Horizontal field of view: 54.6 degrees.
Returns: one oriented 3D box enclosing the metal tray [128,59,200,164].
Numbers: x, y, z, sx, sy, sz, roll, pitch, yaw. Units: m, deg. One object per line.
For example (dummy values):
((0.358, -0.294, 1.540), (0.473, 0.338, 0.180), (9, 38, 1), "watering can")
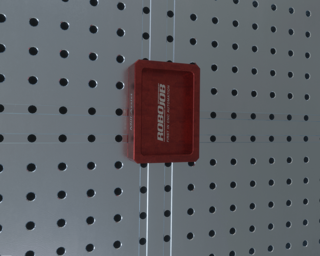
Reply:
((0.006, -0.020, 0.411), (0.091, 0.030, 0.129), (1, 90, -20), "metal tray")
